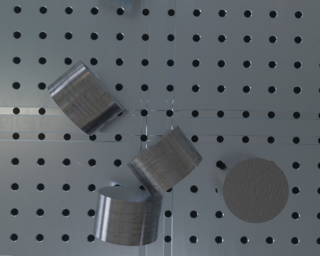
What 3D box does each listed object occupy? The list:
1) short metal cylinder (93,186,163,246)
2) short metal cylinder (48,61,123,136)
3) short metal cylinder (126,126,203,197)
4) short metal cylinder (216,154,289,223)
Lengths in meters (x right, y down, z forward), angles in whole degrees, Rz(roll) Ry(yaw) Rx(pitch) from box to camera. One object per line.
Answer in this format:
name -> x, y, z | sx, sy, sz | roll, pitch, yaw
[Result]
short metal cylinder -> -0.039, 0.106, 0.386 | 0.080, 0.080, 0.050 | 7, 90, 0
short metal cylinder -> -0.091, -0.037, 0.385 | 0.050, 0.080, 0.080 | -40, 90, 0
short metal cylinder -> 0.006, 0.041, 0.386 | 0.080, 0.080, 0.050 | -37, 90, 0
short metal cylinder -> 0.117, 0.076, 0.402 | 0.081, 0.050, 0.079 | 0, 90, 0
